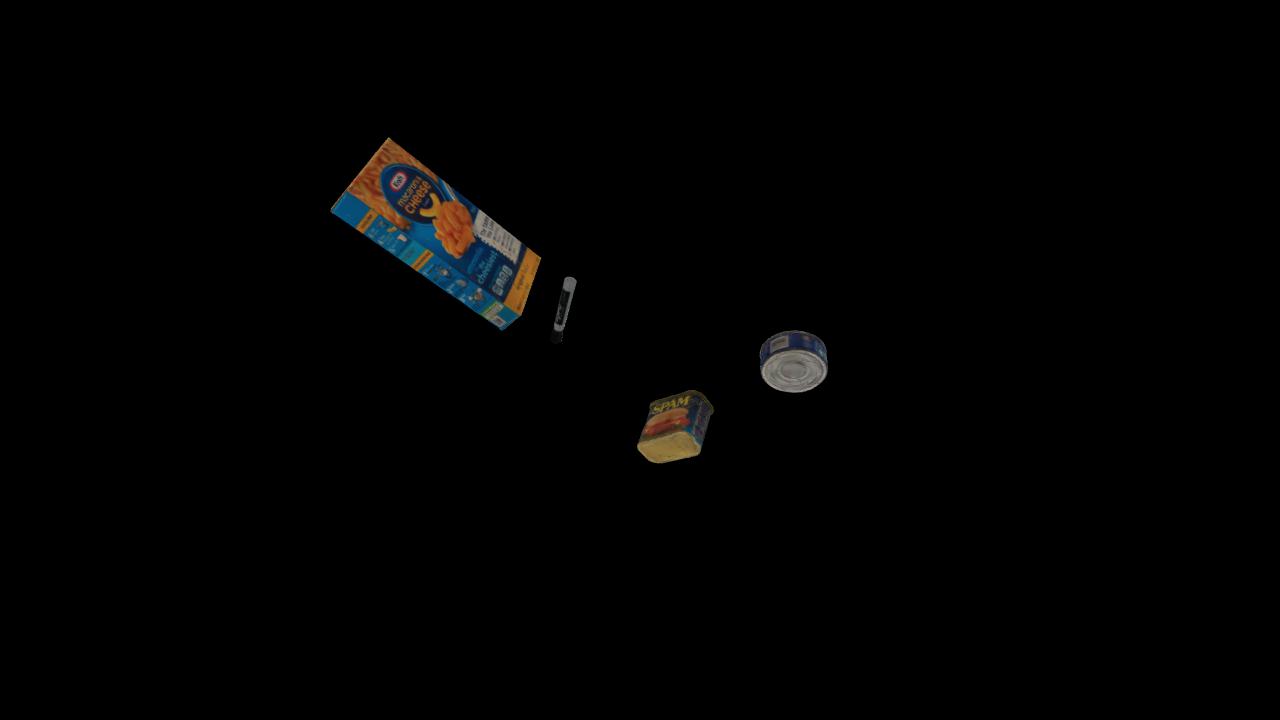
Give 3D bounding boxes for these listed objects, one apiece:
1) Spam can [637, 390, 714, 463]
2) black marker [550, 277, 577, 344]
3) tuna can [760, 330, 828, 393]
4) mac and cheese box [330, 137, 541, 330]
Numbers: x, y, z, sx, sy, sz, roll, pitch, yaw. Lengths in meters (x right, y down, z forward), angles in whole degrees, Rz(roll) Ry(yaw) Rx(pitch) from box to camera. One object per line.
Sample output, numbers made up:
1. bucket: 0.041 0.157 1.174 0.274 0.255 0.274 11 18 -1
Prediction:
1. Spam can: 0.052 0.102 0.917 0.101 0.058 0.085 -20 32 35
2. black marker: -0.120 -0.074 0.953 0.020 0.121 0.020 13 37 -10
3. tuna can: 0.195 0.004 0.780 0.084 0.034 0.084 5 -43 5
4. mac and cheese box: -0.185 -0.118 0.590 0.184 0.093 0.041 37 -48 -28
